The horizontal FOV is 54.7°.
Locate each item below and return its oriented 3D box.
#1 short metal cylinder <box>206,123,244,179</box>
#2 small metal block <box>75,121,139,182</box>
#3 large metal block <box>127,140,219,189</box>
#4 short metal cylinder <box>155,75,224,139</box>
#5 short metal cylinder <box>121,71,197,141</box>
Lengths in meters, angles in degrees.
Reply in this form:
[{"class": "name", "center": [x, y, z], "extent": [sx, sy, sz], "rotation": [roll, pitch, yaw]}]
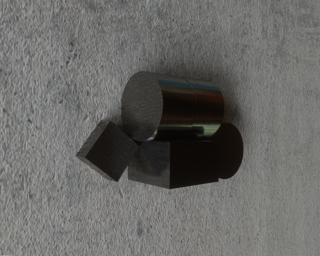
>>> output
[{"class": "short metal cylinder", "center": [0.078, 0.032, 0.455], "extent": [0.081, 0.050, 0.079], "rotation": [0, 90, -40]}, {"class": "small metal block", "center": [-0.060, 0.026, 0.357], "extent": [0.050, 0.025, 0.050], "rotation": [45, 63, -31]}, {"class": "large metal block", "center": [0.016, 0.040, 0.385], "extent": [0.081, 0.080, 0.050], "rotation": [1, 90, -40]}, {"class": "short metal cylinder", "center": [0.035, -0.025, 0.401], "extent": [0.050, 0.080, 0.080], "rotation": [1, 90, -40]}, {"class": "short metal cylinder", "center": [-0.003, -0.024, 0.368], "extent": [0.050, 0.080, 0.080], "rotation": [1, 90, -40]}]
